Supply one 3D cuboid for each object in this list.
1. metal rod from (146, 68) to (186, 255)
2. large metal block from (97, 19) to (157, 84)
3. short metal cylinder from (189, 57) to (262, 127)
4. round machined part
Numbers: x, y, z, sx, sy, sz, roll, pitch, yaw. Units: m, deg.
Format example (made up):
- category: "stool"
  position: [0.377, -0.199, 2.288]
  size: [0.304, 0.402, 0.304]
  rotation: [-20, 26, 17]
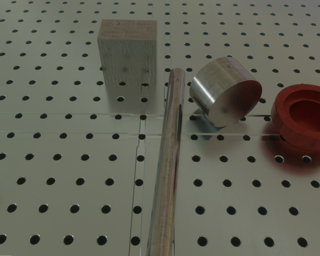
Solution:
- category: "metal rod"
  position: [0.012, 0.031, 0.381]
  size: [0.025, 0.025, 0.300]
  rotation: [5, 50, 3]
- category: "large metal block"
  position: [-0.045, -0.114, 0.467]
  size: [0.081, 0.080, 0.050]
  rotation: [1, 50, 0]
- category: "short metal cylinder"
  position: [0.087, -0.047, 0.413]
  size: [0.081, 0.080, 0.050]
  rotation: [-19, 53, -16]
- category: "round machined part"
  position: [0.196, -0.010, 0.407]
  size: [0.099, 0.042, 0.098]
  rotation: [0, 50, 0]
